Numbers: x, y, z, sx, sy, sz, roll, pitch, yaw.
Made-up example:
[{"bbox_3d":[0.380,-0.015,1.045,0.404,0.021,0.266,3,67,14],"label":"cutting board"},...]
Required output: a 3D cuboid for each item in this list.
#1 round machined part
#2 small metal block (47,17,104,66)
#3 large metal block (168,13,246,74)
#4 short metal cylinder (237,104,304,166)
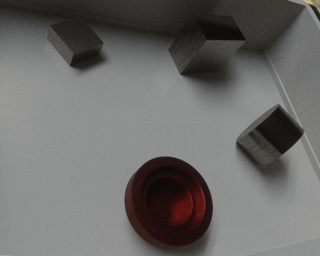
[{"bbox_3d":[0.007,0.085,0.348,0.099,0.042,0.098,14,56,-21],"label":"round machined part"},{"bbox_3d":[-0.114,-0.117,0.417,0.050,0.025,0.050,50,51,6],"label":"small metal block"},{"bbox_3d":[0.073,-0.131,0.492,0.081,0.080,0.050,-10,67,-33],"label":"large metal block"},{"bbox_3d":[0.160,0.010,0.453,0.050,0.080,0.080,48,51,5],"label":"short metal cylinder"}]
